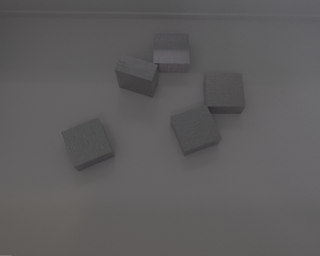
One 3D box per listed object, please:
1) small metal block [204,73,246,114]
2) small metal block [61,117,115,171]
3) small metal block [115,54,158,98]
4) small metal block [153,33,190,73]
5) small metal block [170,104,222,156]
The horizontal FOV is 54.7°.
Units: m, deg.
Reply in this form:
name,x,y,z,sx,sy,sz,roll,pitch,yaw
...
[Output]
name,x,y,z,sx,sy,sz,roll,pitch,yaw
small metal block,0.087,-0.047,0.427,0.050,0.025,0.050,0,70,0
small metal block,-0.093,0.021,0.401,0.050,0.025,0.050,-23,72,-8
small metal block,-0.030,-0.070,0.421,0.050,0.050,0.025,18,71,6
small metal block,0.016,-0.109,0.449,0.050,0.025,0.050,1,70,0
small metal block,0.046,0.003,0.409,0.050,0.025,0.050,-19,71,-7
